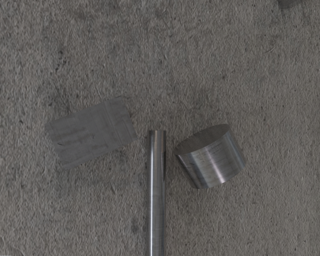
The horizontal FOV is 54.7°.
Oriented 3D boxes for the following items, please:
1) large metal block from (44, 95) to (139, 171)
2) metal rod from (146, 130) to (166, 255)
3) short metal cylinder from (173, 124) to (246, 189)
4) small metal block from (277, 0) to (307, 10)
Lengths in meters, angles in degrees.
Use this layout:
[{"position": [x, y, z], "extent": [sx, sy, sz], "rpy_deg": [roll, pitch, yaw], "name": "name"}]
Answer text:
[{"position": [-0.080, 0.004, 0.350], "extent": [0.081, 0.080, 0.050], "rpy_deg": [-24, 98, -19], "name": "large metal block"}, {"position": [-0.005, 0.152, 0.407], "extent": [0.025, 0.025, 0.298], "rpy_deg": [0, 90, -20], "name": "metal rod"}, {"position": [0.064, 0.036, 0.404], "extent": [0.080, 0.080, 0.050], "rpy_deg": [-31, 100, -17], "name": "short metal cylinder"}, {"position": [0.203, -0.215, 0.470], "extent": [0.025, 0.050, 0.050], "rpy_deg": [-15, 95, -19], "name": "small metal block"}]
